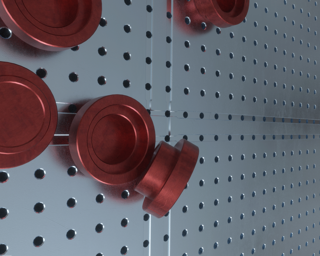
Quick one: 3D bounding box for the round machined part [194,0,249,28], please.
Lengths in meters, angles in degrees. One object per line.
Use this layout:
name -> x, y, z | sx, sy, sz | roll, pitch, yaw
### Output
round machined part -> 0.090, -0.201, 0.471 | 0.099, 0.042, 0.097 | 0, 90, -40

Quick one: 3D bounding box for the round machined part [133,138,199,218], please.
round machined part -> 0.003, 0.054, 0.373 | 0.042, 0.098, 0.098 | 31, 68, -4

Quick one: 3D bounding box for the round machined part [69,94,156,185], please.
round machined part -> -0.056, 0.013, 0.350 | 0.099, 0.042, 0.097 | 0, 89, -39

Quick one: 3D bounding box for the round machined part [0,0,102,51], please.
round machined part -> -0.111, -0.124, 0.304 | 0.099, 0.042, 0.097 | 0, 90, -40

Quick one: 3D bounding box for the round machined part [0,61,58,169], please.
round machined part -> -0.140, -0.012, 0.280 | 0.099, 0.042, 0.097 | 0, 90, -40
